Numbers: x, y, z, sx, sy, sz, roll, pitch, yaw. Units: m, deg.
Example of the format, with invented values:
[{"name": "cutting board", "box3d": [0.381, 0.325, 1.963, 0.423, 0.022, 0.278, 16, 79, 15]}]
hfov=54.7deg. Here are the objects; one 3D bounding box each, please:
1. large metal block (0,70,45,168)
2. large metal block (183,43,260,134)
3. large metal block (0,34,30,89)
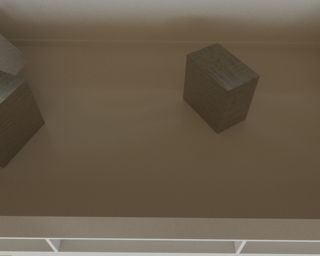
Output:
[{"name": "large metal block", "box3d": [-0.197, -0.012, 0.376, 0.050, 0.080, 0.080, 20, 53, 14]}, {"name": "large metal block", "box3d": [0.077, -0.053, 0.415, 0.050, 0.080, 0.080, -26, 55, -20]}, {"name": "large metal block", "box3d": [-0.242, -0.091, 0.424, 0.050, 0.080, 0.080, -34, 28, 26]}]
